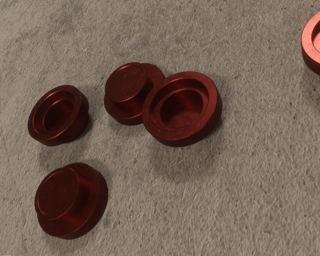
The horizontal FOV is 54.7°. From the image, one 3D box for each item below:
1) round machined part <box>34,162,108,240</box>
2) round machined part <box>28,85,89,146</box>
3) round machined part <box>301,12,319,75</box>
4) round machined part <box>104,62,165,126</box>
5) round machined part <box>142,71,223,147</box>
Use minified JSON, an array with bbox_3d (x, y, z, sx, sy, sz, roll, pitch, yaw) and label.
[{"bbox_3d":[-0.120,0.089,0.399,0.098,0.042,0.098,-13,56,20],"label":"round machined part"},{"bbox_3d":[-0.150,-0.015,0.479,0.098,0.042,0.098,-13,56,20],"label":"round machined part"},{"bbox_3d":[0.209,-0.090,0.338,0.098,0.042,0.098,-13,56,20],"label":"round machined part"},{"bbox_3d":[-0.040,-0.056,0.446,0.098,0.042,0.098,-13,56,20],"label":"round machined part"},{"bbox_3d":[0.030,-0.020,0.388,0.098,0.042,0.098,-13,56,20],"label":"round machined part"}]
